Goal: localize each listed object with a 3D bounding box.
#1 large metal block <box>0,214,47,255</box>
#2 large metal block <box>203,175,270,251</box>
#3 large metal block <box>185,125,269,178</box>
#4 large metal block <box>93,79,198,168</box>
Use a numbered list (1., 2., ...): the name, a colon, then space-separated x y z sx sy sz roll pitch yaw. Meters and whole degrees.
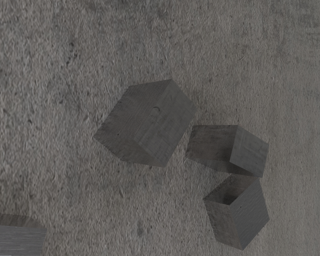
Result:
1. large metal block: -0.154 0.116 0.260 0.080 0.050 0.080 21 77 -38
2. large metal block: 0.123 0.130 0.492 0.081 0.050 0.080 -30 109 -36
3. large metal block: 0.098 0.033 0.451 0.080 0.080 0.050 26 74 -37
4. large metal block: -0.017 -0.006 0.355 0.050 0.080 0.080 46 63 -31
